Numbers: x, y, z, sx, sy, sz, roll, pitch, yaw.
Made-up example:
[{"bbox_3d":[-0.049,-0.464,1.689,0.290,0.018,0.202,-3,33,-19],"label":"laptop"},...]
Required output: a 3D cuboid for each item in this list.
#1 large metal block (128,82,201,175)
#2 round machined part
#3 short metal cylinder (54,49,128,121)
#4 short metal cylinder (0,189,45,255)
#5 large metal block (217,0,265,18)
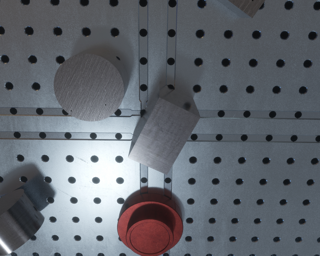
[{"bbox_3d":[0.004,-0.003,0.383,0.050,0.080,0.080,25,108,-9],"label":"large metal block"},{"bbox_3d":[-0.014,0.150,0.459,0.099,0.042,0.097,0,110,0],"label":"round machined part"},{"bbox_3d":[-0.082,-0.054,0.379,0.081,0.050,0.079,0,110,0],"label":"short metal cylinder"},{"bbox_3d":[-0.211,0.130,0.430,0.080,0.080,0.050,-25,108,9],"label":"short metal cylinder"},{"bbox_3d":[0.087,-0.178,0.335,0.080,0.050,0.080,32,107,-11],"label":"large metal block"}]
